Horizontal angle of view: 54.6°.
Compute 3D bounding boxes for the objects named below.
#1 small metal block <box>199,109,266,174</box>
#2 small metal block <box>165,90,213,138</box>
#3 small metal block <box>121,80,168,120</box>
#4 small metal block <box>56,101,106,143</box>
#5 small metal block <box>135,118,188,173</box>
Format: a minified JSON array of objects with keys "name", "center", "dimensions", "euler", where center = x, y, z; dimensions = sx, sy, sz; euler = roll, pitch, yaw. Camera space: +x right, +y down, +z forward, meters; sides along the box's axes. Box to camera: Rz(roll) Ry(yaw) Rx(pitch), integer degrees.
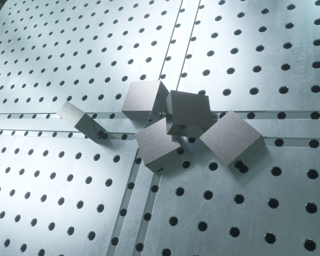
[{"name":"small metal block","center":[0.083,0.015,0.356],"dimensions":[0.050,0.025,0.050],"euler":[-41,51,0]},{"name":"small metal block","center":[0.035,-0.017,0.384],"dimensions":[0.050,0.025,0.050],"euler":[7,56,-15]},{"name":"small metal block","center":[-0.022,-0.040,0.445],"dimensions":[0.050,0.025,0.050],"euler":[1,62,29]},{"name":"small metal block","center":[-0.117,-0.009,0.461],"dimensions":[0.050,0.050,0.025],"euler":[29,78,37]},{"name":"small metal block","center":[0.001,0.021,0.396],"dimensions":[0.050,0.025,0.050],"euler":[-29,52,10]}]
